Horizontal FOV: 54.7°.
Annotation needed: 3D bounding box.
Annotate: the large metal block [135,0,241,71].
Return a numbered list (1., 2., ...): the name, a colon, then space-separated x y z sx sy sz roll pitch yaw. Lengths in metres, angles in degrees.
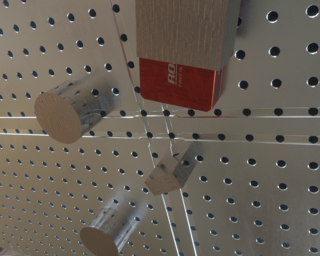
1. large metal block: 0.026 -0.104 0.278 0.080 0.050 0.079 14 124 20

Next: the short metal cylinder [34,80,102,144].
1. short metal cylinder: -0.132 -0.024 0.450 0.080 0.050 0.079 13 124 21

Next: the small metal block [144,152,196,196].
1. small metal block: 0.014 0.063 0.427 0.050 0.050 0.025 -25 105 37

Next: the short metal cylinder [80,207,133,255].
1. short metal cylinder: -0.098 0.193 0.566 0.080 0.050 0.079 13 124 21

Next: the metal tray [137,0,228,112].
1. metal tray: 0.023 -0.088 0.341 0.090 0.030 0.129 13 124 20
